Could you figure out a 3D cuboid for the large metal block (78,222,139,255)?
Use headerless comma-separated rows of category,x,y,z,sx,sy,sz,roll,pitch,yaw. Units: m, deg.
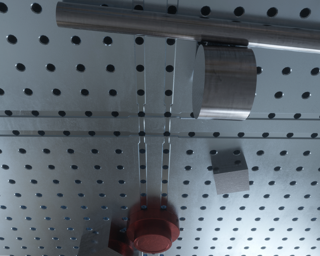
large metal block,-0.097,0.233,0.593,0.080,0.050,0.080,-31,124,23

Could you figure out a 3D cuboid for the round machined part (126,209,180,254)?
round machined part,-0.013,0.193,0.565,0.099,0.042,0.097,0,130,0

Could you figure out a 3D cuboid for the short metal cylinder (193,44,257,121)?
short metal cylinder,0.066,-0.048,0.336,0.050,0.080,0.079,2,130,-3

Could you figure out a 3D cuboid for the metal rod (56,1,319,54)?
metal rod,0.048,-0.103,0.324,0.302,0.025,0.025,5,130,-5

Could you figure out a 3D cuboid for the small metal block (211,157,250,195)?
small metal block,0.109,0.074,0.477,0.050,0.025,0.050,-10,130,8
